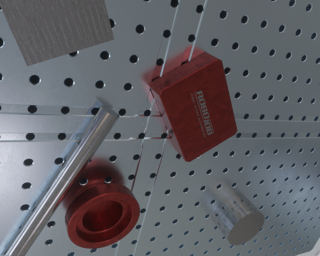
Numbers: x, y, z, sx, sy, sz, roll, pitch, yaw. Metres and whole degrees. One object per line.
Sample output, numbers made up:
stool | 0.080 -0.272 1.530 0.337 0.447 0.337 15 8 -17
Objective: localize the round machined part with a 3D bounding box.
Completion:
round machined part | -0.081 0.115 0.427 0.099 0.042 0.097 -14 124 -21

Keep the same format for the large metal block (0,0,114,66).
large metal block | -0.095 -0.111 0.274 0.081 0.050 0.080 -22 127 -15

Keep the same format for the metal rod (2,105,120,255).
metal rod | -0.144 0.100 0.393 0.025 0.025 0.299 27 103 -38

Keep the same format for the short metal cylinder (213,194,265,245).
short metal cylinder | 0.147 0.172 0.582 0.081 0.050 0.079 -14 124 -21

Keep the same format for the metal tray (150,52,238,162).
metal tray | 0.050 -0.024 0.421 0.090 0.030 0.130 -30 129 -9
